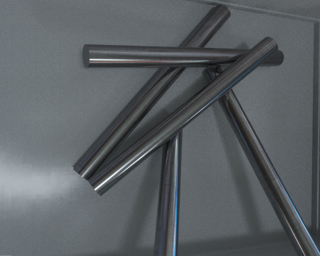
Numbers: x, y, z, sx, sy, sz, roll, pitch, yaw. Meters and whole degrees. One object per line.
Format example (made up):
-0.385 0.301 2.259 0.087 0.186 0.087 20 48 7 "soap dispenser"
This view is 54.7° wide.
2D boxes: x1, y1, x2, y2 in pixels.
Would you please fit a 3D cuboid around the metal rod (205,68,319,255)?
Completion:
0.133 0.050 0.399 0.025 0.025 0.299 -18 72 -20 "metal rod"

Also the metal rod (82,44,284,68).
0.051 -0.092 0.405 0.303 0.025 0.025 -7 93 -30 "metal rod"

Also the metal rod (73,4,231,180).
-0.002 -0.055 0.410 0.025 0.025 0.300 43 76 -15 "metal rod"

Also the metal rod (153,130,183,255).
0.007 0.116 0.331 0.025 0.025 0.300 21 50 -19 "metal rod"

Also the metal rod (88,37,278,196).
0.037 -0.022 0.395 0.301 0.025 0.025 -39 103 -12 "metal rod"
